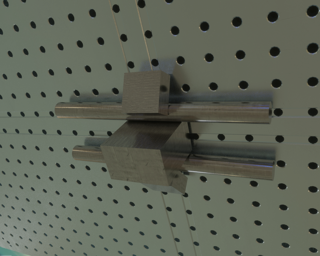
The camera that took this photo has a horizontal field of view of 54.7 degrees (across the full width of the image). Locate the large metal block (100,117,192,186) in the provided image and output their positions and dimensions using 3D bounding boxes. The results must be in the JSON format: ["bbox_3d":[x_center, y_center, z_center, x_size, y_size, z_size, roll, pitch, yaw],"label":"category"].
[{"bbox_3d":[-0.014,0.025,0.392,0.080,0.080,0.050,2,119,27],"label":"large metal block"}]

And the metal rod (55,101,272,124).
[{"bbox_3d":[-0.015,-0.022,0.400,0.301,0.025,0.025,2,120,27],"label":"metal rod"}]

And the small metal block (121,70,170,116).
[{"bbox_3d":[-0.017,-0.041,0.375,0.050,0.025,0.050,1,84,27],"label":"small metal block"}]

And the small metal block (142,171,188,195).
[{"bbox_3d":[0.005,0.072,0.433,0.050,0.025,0.050,3,157,26],"label":"small metal block"}]

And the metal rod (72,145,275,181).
[{"bbox_3d":[0.000,0.045,0.434,0.301,0.025,0.025,2,120,27],"label":"metal rod"}]
